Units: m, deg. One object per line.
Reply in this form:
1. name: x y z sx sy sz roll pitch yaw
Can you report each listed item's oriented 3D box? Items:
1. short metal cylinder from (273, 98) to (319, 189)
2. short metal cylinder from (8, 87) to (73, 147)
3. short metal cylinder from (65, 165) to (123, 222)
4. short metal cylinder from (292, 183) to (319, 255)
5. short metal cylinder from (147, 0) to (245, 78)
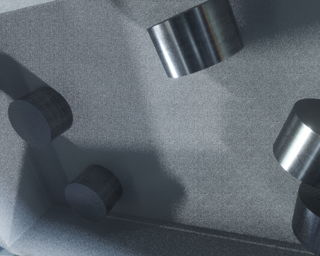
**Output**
1. short metal cylinder: 0.158 0.014 0.298 0.080 0.080 0.050 23 127 14
2. short metal cylinder: -0.184 -0.017 0.479 0.080 0.050 0.079 13 124 21
3. short metal cylinder: -0.110 0.109 0.518 0.080 0.050 0.079 13 124 21
4. short metal cylinder: 0.188 0.094 0.332 0.080 0.080 0.050 10 123 23
5. short metal cylinder: 0.034 -0.089 0.300 0.080 0.080 0.050 -12 112 33
